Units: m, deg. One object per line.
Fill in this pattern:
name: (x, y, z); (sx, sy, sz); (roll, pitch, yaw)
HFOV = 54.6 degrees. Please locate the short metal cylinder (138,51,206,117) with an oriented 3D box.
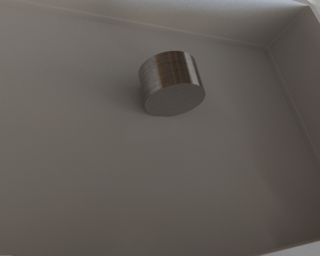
short metal cylinder: (0.015, -0.057, 0.412); (0.081, 0.080, 0.050); (2, 61, -27)
